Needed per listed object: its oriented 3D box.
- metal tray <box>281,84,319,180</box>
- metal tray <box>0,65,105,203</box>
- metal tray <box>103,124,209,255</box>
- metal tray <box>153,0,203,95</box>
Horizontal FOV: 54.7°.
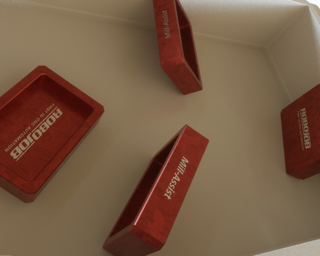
[{"bbox_3d":[0.238,0.006,0.488,0.030,0.090,0.130,22,54,-16],"label":"metal tray"},{"bbox_3d":[-0.132,0.001,0.330,0.090,0.030,0.130,35,51,-5],"label":"metal tray"},{"bbox_3d":[-0.003,0.066,0.321,0.030,0.090,0.130,35,51,-5],"label":"metal tray"},{"bbox_3d":[0.026,-0.124,0.452,0.090,0.030,0.130,39,40,-59],"label":"metal tray"}]
